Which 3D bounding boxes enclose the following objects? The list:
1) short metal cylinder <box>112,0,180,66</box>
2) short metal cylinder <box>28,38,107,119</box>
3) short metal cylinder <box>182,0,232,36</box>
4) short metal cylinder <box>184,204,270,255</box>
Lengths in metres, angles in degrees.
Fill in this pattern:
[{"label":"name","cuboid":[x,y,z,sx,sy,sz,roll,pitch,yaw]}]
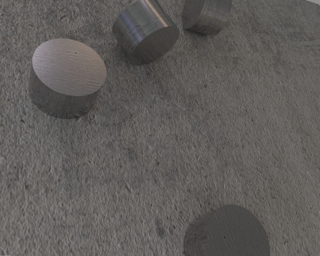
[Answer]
[{"label":"short metal cylinder","cuboid":[-0.020,-0.134,0.440,0.081,0.080,0.050,-23,75,-36]},{"label":"short metal cylinder","cuboid":[-0.109,-0.057,0.364,0.081,0.050,0.080,14,56,-21]},{"label":"short metal cylinder","cuboid":[0.080,-0.205,0.537,0.050,0.080,0.080,10,58,-23]},{"label":"short metal cylinder","cuboid":[0.074,0.132,0.347,0.081,0.050,0.080,14,56,-21]}]
